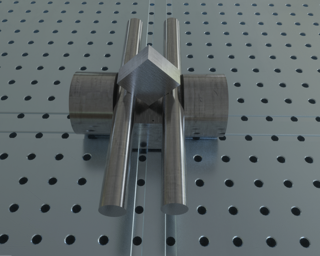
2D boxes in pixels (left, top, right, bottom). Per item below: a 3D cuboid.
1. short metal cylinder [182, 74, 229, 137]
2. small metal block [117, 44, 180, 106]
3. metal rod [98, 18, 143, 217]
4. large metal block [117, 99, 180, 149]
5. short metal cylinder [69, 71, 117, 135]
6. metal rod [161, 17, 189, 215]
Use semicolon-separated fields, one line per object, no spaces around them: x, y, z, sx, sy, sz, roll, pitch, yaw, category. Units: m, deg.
0.053;-0.028;0.391;0.050;0.080;0.080;0;50;1;short metal cylinder
-0.013;-0.059;0.354;0.050;0.050;0.025;-31;41;33;small metal block
-0.040;-0.041;0.372;0.025;0.025;0.300;1;50;0;metal rod
-0.013;-0.020;0.403;0.081;0.050;0.080;1;50;0;large metal block
-0.078;-0.031;0.393;0.050;0.080;0.080;1;50;1;short metal cylinder
0.015;-0.042;0.374;0.025;0.025;0.300;1;50;0;metal rod
